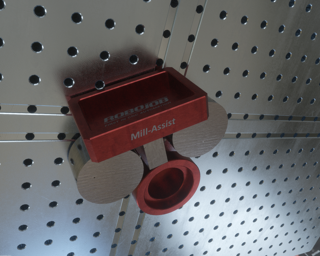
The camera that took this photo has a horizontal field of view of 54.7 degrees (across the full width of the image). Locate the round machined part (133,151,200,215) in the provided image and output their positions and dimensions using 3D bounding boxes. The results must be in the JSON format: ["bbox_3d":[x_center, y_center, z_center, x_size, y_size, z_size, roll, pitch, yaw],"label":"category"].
[{"bbox_3d":[0.005,0.074,0.443,0.099,0.042,0.097,-14,124,-21],"label":"round machined part"}]

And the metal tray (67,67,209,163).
[{"bbox_3d":[-0.025,-0.021,0.337,0.131,0.090,0.030,-21,127,-15],"label":"metal tray"}]

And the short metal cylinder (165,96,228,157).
[{"bbox_3d":[0.041,-0.008,0.408,0.081,0.050,0.079,-14,124,-21],"label":"short metal cylinder"}]

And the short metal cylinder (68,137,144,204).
[{"bbox_3d":[-0.067,0.046,0.382,0.081,0.050,0.079,-14,124,-21],"label":"short metal cylinder"}]

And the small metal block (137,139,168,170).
[{"bbox_3d":[-0.016,0.016,0.391,0.025,0.050,0.050,-23,127,-15],"label":"small metal block"}]
